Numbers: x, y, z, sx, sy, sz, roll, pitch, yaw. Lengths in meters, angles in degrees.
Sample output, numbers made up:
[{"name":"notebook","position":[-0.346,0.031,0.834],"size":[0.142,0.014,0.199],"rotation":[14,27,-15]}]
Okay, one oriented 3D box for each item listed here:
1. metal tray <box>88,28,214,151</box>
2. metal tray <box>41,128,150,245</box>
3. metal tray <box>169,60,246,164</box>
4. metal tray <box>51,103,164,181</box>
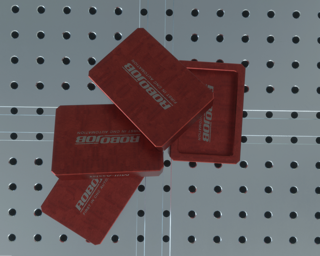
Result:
[{"name":"metal tray","position":[-0.011,-0.048,0.376],"size":[0.090,0.030,0.130],"rotation":[-43,76,-4]},{"name":"metal tray","position":[-0.082,0.074,0.410],"size":[0.090,0.030,0.130],"rotation":[33,90,-1]},{"name":"metal tray","position":[0.061,-0.020,0.411],"size":[0.091,0.030,0.129],"rotation":[3,90,-1]},{"name":"metal tray","position":[-0.064,0.016,0.390],"size":[0.131,0.030,0.090],"rotation":[-2,68,-4]}]
